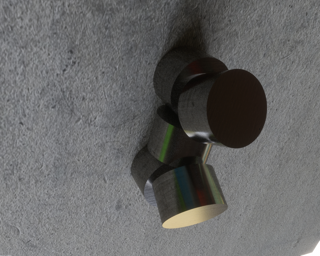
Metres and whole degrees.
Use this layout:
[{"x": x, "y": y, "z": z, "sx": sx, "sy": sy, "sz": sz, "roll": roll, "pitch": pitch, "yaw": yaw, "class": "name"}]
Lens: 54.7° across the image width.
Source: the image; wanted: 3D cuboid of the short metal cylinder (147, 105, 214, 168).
[{"x": 0.029, "y": 0.009, "z": 0.395, "sx": 0.081, "sy": 0.080, "sz": 0.050, "roll": 1, "pitch": 118, "yaw": -29, "class": "short metal cylinder"}]

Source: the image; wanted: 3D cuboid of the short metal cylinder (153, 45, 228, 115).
[{"x": 0.038, "y": -0.055, "z": 0.379, "sx": 0.081, "sy": 0.050, "sz": 0.079, "roll": -14, "pitch": 124, "yaw": -21, "class": "short metal cylinder"}]

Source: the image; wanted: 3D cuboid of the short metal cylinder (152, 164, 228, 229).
[{"x": 0.035, "y": 0.084, "z": 0.378, "sx": 0.081, "sy": 0.050, "sz": 0.080, "roll": -13, "pitch": 150, "yaw": -7, "class": "short metal cylinder"}]

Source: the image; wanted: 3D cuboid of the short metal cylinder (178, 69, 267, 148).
[{"x": 0.067, "y": -0.020, "z": 0.332, "sx": 0.081, "sy": 0.050, "sz": 0.079, "roll": -2, "pitch": 94, "yaw": -29, "class": "short metal cylinder"}]

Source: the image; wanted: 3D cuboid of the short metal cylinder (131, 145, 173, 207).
[{"x": 0.005, "y": 0.063, "z": 0.434, "sx": 0.081, "sy": 0.050, "sz": 0.079, "roll": -14, "pitch": 124, "yaw": -21, "class": "short metal cylinder"}]
